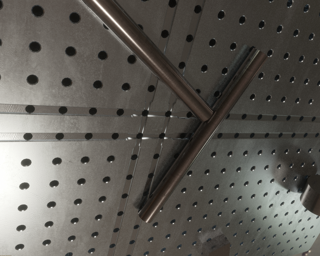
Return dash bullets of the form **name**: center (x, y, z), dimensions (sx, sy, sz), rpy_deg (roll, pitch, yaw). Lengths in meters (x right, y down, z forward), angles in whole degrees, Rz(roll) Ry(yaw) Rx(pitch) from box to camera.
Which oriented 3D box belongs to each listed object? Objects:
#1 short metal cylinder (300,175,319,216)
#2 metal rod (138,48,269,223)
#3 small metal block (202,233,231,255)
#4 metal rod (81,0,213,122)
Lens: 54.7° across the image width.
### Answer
- **short metal cylinder**: center (0.348, 0.144, 0.660), dimensions (0.081, 0.080, 0.050), rpy_deg (-8, 122, -25)
- **metal rod**: center (0.058, 0.019, 0.456), dimensions (0.025, 0.025, 0.299), rpy_deg (24, 105, -37)
- **small metal block**: center (0.114, 0.250, 0.632), dimensions (0.050, 0.025, 0.050), rpy_deg (-17, 126, -19)
- **metal rod**: center (-0.025, -0.095, 0.339), dimensions (0.025, 0.025, 0.301), rpy_deg (-46, 130, 4)
